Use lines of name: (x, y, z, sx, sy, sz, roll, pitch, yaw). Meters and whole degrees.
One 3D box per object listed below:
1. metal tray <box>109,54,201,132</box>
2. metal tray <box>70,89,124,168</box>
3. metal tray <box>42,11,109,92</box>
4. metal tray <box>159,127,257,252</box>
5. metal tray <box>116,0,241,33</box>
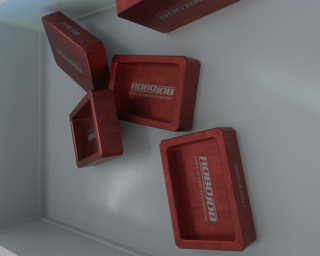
metal tray: (-0.014, -0.049, 0.412, 0.130, 0.030, 0.089, 12, 98, 39)
metal tray: (-0.097, 0.006, 0.450, 0.130, 0.030, 0.090, -26, 73, 59)
metal tray: (-0.127, -0.112, 0.475, 0.130, 0.030, 0.089, 40, 150, 32)
metal tray: (0.052, 0.070, 0.359, 0.090, 0.030, 0.129, -15, 80, 38)
metal tray: (0.026, -0.150, 0.341, 0.130, 0.091, 0.030, -12, 83, 39)
